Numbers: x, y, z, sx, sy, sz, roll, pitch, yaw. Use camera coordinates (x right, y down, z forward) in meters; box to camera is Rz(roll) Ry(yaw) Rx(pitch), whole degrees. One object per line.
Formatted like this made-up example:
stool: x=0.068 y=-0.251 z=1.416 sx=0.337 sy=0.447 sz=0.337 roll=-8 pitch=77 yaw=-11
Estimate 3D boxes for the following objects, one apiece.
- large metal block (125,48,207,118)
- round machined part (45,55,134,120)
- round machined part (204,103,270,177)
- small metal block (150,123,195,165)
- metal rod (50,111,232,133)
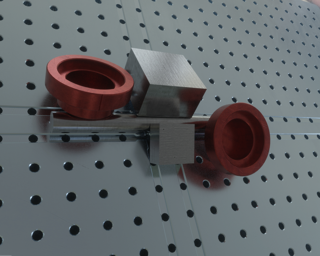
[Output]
large metal block: x=0.003 y=-0.060 z=0.415 sx=0.081 sy=0.050 sz=0.080 roll=1 pitch=43 yaw=-28
round machined part: x=-0.083 y=-0.046 z=0.364 sx=0.099 sy=0.042 sz=0.098 roll=14 pitch=31 yaw=-8
round machined part: x=0.101 y=0.016 z=0.426 sx=0.099 sy=0.042 sz=0.097 roll=2 pitch=86 yaw=-28
small metal block: x=0.016 y=0.019 z=0.392 sx=0.050 sy=0.025 sz=0.050 roll=1 pitch=90 yaw=-28
metal rod: x=0.012 y=-0.006 z=0.419 sx=0.303 sy=0.025 sz=0.025 roll=0 pitch=62 yaw=-28
